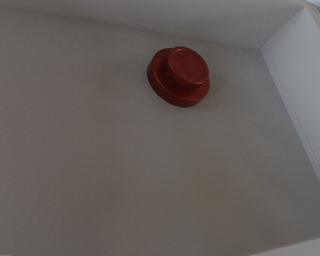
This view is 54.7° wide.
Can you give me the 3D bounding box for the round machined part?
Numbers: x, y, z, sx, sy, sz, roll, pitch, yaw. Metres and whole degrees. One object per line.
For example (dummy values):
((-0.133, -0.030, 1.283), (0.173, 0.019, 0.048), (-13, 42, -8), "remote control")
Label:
((0.034, -0.083, 0.466), (0.099, 0.042, 0.098), (14, 56, -21), "round machined part")
